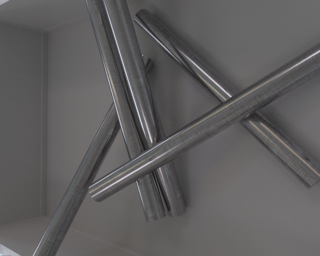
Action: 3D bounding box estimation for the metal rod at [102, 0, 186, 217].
[{"bbox_3d":[-0.019,-0.034,0.360,0.025,0.025,0.298,-6,106,40],"label":"metal rod"}]

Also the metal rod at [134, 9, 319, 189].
[{"bbox_3d":[0.061,-0.052,0.356,0.300,0.025,0.025,50,119,28],"label":"metal rod"}]

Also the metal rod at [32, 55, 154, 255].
[{"bbox_3d":[-0.085,0.038,0.404,0.025,0.025,0.299,19,79,38],"label":"metal rod"}]

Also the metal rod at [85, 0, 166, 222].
[{"bbox_3d":[-0.046,-0.033,0.390,0.025,0.025,0.299,-20,84,38],"label":"metal rod"}]

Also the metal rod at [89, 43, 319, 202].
[{"bbox_3d":[0.040,0.004,0.325,0.300,0.025,0.025,-33,69,21],"label":"metal rod"}]
